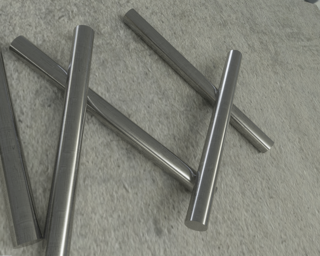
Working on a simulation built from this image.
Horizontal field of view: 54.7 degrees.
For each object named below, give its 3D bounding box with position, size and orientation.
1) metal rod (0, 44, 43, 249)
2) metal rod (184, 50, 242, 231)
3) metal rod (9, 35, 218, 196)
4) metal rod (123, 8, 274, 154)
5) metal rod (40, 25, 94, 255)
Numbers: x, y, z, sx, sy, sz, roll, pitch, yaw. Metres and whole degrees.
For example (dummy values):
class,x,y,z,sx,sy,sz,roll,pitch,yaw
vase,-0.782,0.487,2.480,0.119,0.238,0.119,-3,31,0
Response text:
class,x,y,z,sx,sy,sz,roll,pitch,yaw
metal rod,-0.170,-0.027,0.328,0.025,0.025,0.299,-9,66,-32
metal rod,0.081,-0.007,0.420,0.025,0.025,0.300,29,52,-10
metal rod,-0.054,-0.009,0.380,0.300,0.025,0.025,38,51,-3
metal rod,0.058,-0.074,0.482,0.300,0.025,0.025,44,51,2
metal rod,-0.094,0.017,0.322,0.025,0.025,0.299,11,64,-23
